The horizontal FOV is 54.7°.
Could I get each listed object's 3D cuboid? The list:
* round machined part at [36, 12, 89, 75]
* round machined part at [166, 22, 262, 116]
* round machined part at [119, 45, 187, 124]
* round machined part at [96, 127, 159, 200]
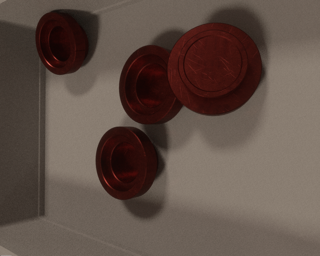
[{"bbox_3d":[-0.157,-0.139,0.511,0.098,0.042,0.097,12,113,32],"label":"round machined part"},{"bbox_3d":[0.055,-0.062,0.323,0.098,0.042,0.097,0,87,11],"label":"round machined part"},{"bbox_3d":[-0.003,-0.053,0.397,0.098,0.042,0.097,0,90,39],"label":"round machined part"},{"bbox_3d":[-0.041,0.047,0.427,0.098,0.042,0.097,0,90,39],"label":"round machined part"}]
